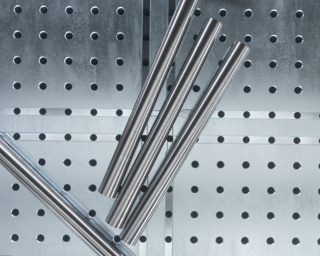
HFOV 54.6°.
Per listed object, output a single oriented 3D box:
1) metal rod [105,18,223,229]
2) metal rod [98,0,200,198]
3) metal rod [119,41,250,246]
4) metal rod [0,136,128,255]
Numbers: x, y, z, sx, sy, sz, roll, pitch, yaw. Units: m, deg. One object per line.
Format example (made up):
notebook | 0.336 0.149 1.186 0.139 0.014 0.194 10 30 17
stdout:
metal rod | 0.005 -0.006 0.413 0.025 0.025 0.299 27 90 0
metal rod | -0.012 -0.050 0.413 0.025 0.025 0.299 23 90 0
metal rod | 0.033 0.020 0.413 0.025 0.025 0.299 31 90 0
metal rod | -0.126 0.111 0.412 0.300 0.025 0.025 44 90 0
